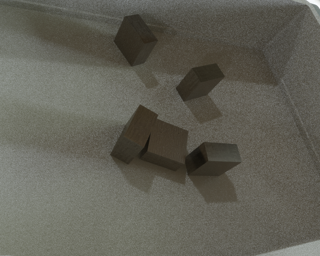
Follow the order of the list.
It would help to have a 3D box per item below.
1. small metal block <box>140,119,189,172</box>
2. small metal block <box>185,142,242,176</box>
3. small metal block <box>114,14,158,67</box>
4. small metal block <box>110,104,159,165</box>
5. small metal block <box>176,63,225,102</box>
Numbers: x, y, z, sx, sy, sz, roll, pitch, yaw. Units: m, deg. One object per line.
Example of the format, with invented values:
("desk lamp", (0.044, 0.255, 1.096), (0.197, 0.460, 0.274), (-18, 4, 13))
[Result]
("small metal block", (0.006, 0.021, 0.396), (0.050, 0.025, 0.050), (21, 54, -16))
("small metal block", (0.067, 0.041, 0.400), (0.050, 0.050, 0.025), (5, 60, -26))
("small metal block", (-0.036, -0.126, 0.447), (0.025, 0.050, 0.050), (-26, 76, -37))
("small metal block", (-0.031, 0.008, 0.368), (0.025, 0.050, 0.050), (30, 52, -9))
("small metal block", (0.060, -0.068, 0.463), (0.050, 0.050, 0.025), (-18, 72, -35))
